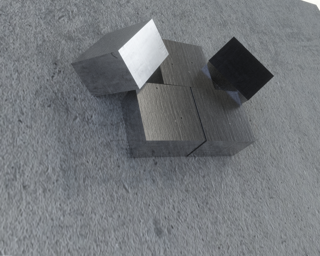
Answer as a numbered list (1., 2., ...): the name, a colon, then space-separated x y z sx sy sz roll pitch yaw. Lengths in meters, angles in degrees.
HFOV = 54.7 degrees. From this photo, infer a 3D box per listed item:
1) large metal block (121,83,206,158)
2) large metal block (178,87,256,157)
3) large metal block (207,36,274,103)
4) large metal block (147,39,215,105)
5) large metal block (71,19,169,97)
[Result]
1. large metal block: 0.002 -0.009 0.396 0.081 0.050 0.080 1 61 -28
2. large metal block: 0.075 -0.007 0.433 0.081 0.050 0.080 1 61 -28
3. large metal block: 0.118 -0.084 0.479 0.050 0.080 0.080 -44 86 1
4. large metal block: 0.023 -0.079 0.452 0.081 0.050 0.080 3 61 -27
5. large metal block: -0.048 -0.087 0.389 0.080 0.080 0.050 -56 130 -39
